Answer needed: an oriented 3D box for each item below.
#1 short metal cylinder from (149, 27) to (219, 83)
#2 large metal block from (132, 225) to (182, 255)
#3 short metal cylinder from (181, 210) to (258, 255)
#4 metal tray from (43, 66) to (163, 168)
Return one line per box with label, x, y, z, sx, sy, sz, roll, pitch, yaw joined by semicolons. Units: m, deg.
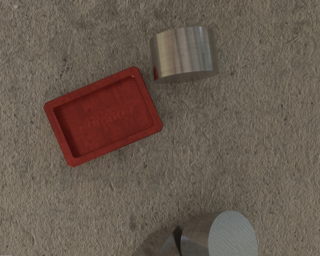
short metal cylinder;0.030;-0.087;0.383;0.080;0.080;0.050;-7;90;0
large metal block;0.007;0.179;0.376;0.050;0.080;0.080;-30;90;31
short metal cylinder;0.072;0.144;0.379;0.081;0.050;0.080;13;66;-31
metal tray;-0.072;-0.014;0.406;0.131;0.030;0.090;-23;90;0
